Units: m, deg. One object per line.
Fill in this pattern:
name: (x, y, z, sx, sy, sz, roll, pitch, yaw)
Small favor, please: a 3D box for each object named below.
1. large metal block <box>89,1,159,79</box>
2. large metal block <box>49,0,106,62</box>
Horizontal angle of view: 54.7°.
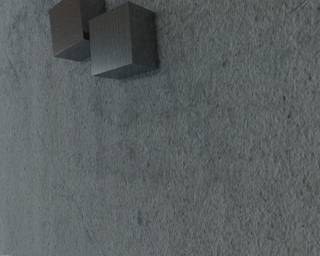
large metal block: (-0.051, -0.117, 0.431, 0.080, 0.050, 0.080, -7, 86, 40)
large metal block: (-0.130, -0.161, 0.496, 0.080, 0.050, 0.080, -13, 82, 39)
